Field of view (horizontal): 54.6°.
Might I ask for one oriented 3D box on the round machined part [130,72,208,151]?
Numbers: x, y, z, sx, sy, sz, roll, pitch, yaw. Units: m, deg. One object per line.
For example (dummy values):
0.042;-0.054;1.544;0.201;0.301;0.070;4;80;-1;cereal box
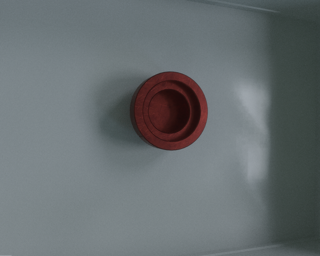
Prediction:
0.008;-0.021;0.401;0.099;0.042;0.097;0;90;-20;round machined part
